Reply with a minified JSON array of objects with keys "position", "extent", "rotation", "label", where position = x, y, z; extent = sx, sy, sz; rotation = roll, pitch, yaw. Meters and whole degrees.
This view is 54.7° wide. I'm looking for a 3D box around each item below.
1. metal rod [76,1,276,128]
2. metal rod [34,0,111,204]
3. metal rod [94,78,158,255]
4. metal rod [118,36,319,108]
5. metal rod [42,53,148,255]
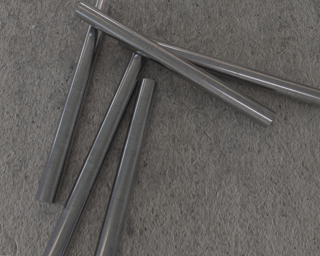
[{"position":[0.019,-0.088,0.423],"extent":[0.301,0.025,0.025],"rotation":[31,73,4],"label":"metal rod"},{"position":[-0.113,-0.049,0.425],"extent":[0.025,0.025,0.299],"rotation":[9,70,3],"label":"metal rod"},{"position":[-0.046,0.075,0.380],"extent":[0.025,0.025,0.299],"rotation":[12,70,4],"label":"metal rod"},{"position":[0.086,-0.085,0.439],"extent":[0.301,0.025,0.025],"rotation":[18,71,6],"label":"metal rod"},{"position":[-0.079,0.033,0.395],"extent":[0.025,0.025,0.300],"rotation":[18,71,6],"label":"metal rod"}]
